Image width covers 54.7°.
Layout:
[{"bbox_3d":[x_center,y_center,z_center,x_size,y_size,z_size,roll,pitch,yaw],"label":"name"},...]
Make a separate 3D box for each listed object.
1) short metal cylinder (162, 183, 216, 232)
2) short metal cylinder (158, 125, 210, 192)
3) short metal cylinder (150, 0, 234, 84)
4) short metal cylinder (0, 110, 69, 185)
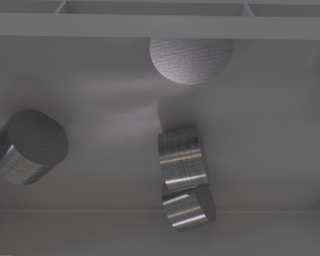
[{"bbox_3d":[0.044,0.110,0.467,0.050,0.080,0.080,-24,126,19],"label":"short metal cylinder"},{"bbox_3d":[0.033,0.040,0.407,0.050,0.080,0.080,-13,129,10],"label":"short metal cylinder"},{"bbox_3d":[0.030,-0.092,0.315,0.081,0.050,0.079,0,130,0],"label":"short metal cylinder"},{"bbox_3d":[-0.165,0.024,0.392,0.050,0.080,0.080,-37,121,27],"label":"short metal cylinder"}]
